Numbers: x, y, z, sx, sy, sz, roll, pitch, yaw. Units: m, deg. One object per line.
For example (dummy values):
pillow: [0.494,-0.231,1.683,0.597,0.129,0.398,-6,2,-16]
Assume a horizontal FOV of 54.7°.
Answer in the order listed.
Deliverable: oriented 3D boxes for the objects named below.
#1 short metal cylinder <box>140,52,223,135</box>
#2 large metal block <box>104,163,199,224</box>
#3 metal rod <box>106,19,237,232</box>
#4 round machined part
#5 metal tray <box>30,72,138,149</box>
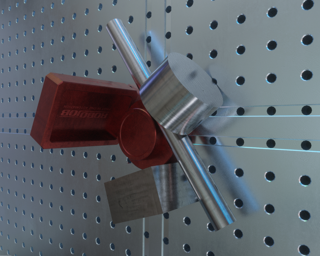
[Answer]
short metal cylinder: [0.024,-0.039,0.350,0.050,0.081,0.080,-44,64,31]
large metal block: [-0.007,0.077,0.377,0.080,0.081,0.050,-24,75,37]
metal rod: [0.003,-0.020,0.378,0.025,0.025,0.299,-42,65,31]
round machined part: [-0.018,0.008,0.411,0.098,0.042,0.097,0,90,39]
metal tray: [-0.098,-0.020,0.420,0.030,0.131,0.089,34,111,34]
